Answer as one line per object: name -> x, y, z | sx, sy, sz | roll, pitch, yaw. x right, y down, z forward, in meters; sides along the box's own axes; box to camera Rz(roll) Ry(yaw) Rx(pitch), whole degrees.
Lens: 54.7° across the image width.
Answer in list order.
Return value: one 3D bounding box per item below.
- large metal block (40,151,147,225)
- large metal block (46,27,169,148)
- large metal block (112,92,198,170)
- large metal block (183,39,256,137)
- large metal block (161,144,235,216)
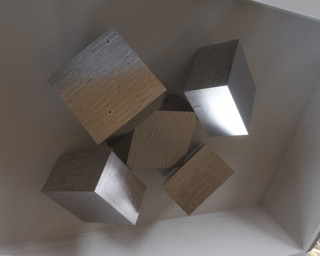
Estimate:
large metal block -> -0.075, 0.073, 0.368 | 0.080, 0.050, 0.080 | -7, 137, 30
large metal block -> -0.049, -0.037, 0.310 | 0.080, 0.080, 0.050 | -39, 173, -2
large metal block -> -0.007, 0.004, 0.387 | 0.081, 0.050, 0.079 | 1, 118, -29
large metal block -> 0.077, -0.046, 0.377 | 0.080, 0.050, 0.080 | 55, 42, -39
large metal block -> 0.051, 0.067, 0.432 | 0.080, 0.050, 0.080 | -44, 174, 2
